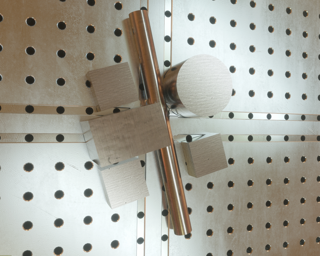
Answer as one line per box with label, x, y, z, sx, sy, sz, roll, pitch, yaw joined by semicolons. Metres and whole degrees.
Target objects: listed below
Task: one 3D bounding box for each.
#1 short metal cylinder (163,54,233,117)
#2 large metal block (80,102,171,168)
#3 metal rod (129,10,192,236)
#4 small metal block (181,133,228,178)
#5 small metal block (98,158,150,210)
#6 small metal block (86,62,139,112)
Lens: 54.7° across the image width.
short metal cylinder;0.049;-0.055;0.418;0.081;0.050;0.079;0;90;-21
large metal block;-0.044;0.006;0.366;0.081;0.080;0.050;-16;96;-20
metal rod;0.002;-0.004;0.414;0.025;0.025;0.298;-13;95;-20
small metal block;0.063;0.037;0.437;0.050;0.025;0.050;-16;96;-20
small metal block;-0.047;0.069;0.396;0.050;0.025;0.050;-17;96;-20
small metal block;-0.060;-0.051;0.391;0.050;0.025;0.050;-19;97;-19
